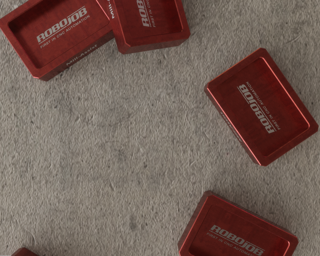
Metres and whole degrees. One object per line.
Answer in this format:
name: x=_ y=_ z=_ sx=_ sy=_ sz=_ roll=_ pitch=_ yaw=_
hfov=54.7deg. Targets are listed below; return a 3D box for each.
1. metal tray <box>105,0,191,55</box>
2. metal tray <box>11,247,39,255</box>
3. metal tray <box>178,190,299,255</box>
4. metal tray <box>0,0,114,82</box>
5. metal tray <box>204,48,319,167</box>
metal tray: x=-0.022 y=-0.165 z=0.390 sx=0.091 sy=0.030 sz=0.129 roll=-16 pitch=90 yaw=-24
metal tray: x=-0.156 y=0.231 z=0.406 sx=0.130 sy=0.030 sz=0.090 roll=31 pitch=90 yaw=0
metal tray: x=0.100 y=0.152 z=0.408 sx=0.130 sy=0.030 sz=0.090 roll=27 pitch=90 yaw=0
metal tray: x=-0.128 y=-0.133 z=0.406 sx=0.130 sy=0.030 sz=0.090 roll=-34 pitch=90 yaw=0
metal tray: x=0.131 y=-0.027 z=0.408 sx=0.090 sy=0.030 sz=0.130 roll=-35 pitch=90 yaw=0
